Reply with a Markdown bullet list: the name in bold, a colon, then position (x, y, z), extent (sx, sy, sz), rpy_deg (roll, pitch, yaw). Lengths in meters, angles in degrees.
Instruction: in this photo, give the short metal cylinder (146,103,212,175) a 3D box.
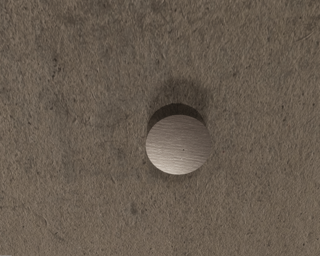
- **short metal cylinder**: position (0.023, 0.013, 0.402), extent (0.081, 0.050, 0.079), rpy_deg (0, 110, -1)
